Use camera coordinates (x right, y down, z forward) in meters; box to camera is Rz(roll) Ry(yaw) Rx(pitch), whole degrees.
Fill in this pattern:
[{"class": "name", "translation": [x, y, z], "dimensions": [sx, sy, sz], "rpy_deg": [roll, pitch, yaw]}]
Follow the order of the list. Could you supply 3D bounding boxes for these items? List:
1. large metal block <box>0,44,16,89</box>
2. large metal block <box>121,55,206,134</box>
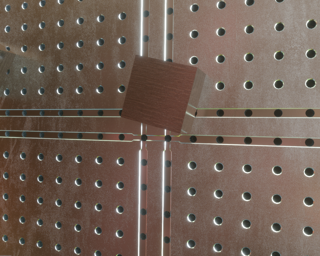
[{"class": "large metal block", "translation": [-0.289, -0.100, 0.483], "dimensions": [0.050, 0.080, 0.080], "rpy_deg": [33, 101, 16]}, {"class": "large metal block", "translation": [0.005, -0.042, 0.397], "dimensions": [0.080, 0.050, 0.079], "rpy_deg": [16, 95, 19]}]
